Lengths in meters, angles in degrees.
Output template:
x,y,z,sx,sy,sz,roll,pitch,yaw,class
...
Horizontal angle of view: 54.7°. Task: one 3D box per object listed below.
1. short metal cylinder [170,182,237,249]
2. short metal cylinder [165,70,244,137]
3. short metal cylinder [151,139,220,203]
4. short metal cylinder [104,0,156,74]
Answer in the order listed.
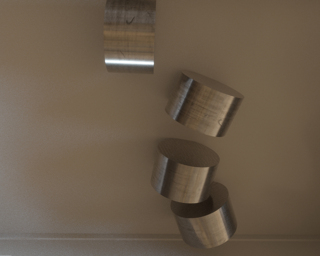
x,y,z,sx,sy,sz,roll,pitch,yaw,class
0.060,0.117,0.426,0.080,0.080,0.050,-17,109,6,short metal cylinder
0.053,-0.031,0.372,0.080,0.080,0.050,20,109,-8,short metal cylinder
0.032,0.053,0.402,0.081,0.080,0.050,10,110,-4,short metal cylinder
-0.031,-0.101,0.344,0.050,0.080,0.079,2,110,-1,short metal cylinder
